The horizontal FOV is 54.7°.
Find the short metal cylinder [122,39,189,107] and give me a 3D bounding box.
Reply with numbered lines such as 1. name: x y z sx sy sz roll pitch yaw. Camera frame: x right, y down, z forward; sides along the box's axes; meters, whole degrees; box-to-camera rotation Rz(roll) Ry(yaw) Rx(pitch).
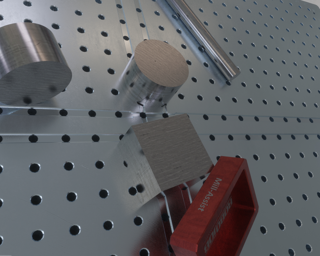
1. short metal cylinder: -0.007 -0.076 0.435 0.081 0.050 0.080 14 56 -21

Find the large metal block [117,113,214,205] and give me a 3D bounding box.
1. large metal block: 0.007 0.035 0.374 0.081 0.050 0.080 -14 69 -34

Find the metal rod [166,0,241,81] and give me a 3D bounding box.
1. metal rod: 0.044 -0.208 0.558 0.025 0.025 0.299 -26 76 -37

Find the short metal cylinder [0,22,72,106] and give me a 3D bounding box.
1. short metal cylinder: -0.144 -0.067 0.336 0.081 0.080 0.050 -17 71 -35

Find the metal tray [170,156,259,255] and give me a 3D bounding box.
1. metal tray: 0.068 0.105 0.345 0.131 0.030 0.090 -48 128 -39
